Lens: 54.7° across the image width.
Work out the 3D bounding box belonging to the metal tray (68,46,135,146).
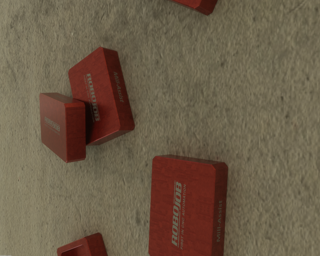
[{"bbox_3d":[-0.093,-0.046,0.476,0.090,0.030,0.129,-23,76,37],"label":"metal tray"}]

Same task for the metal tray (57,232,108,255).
[{"bbox_3d":[-0.114,0.243,0.492,0.090,0.030,0.130,-32,70,35],"label":"metal tray"}]

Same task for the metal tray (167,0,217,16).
[{"bbox_3d":[0.024,-0.203,0.380,0.130,0.030,0.089,36,112,33],"label":"metal tray"}]

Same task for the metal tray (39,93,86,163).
[{"bbox_3d":[-0.161,-0.006,0.504,0.130,0.030,0.089,20,111,51],"label":"metal tray"}]

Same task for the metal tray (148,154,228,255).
[{"bbox_3d":[0.032,0.102,0.374,0.090,0.030,0.129,4,93,39],"label":"metal tray"}]
